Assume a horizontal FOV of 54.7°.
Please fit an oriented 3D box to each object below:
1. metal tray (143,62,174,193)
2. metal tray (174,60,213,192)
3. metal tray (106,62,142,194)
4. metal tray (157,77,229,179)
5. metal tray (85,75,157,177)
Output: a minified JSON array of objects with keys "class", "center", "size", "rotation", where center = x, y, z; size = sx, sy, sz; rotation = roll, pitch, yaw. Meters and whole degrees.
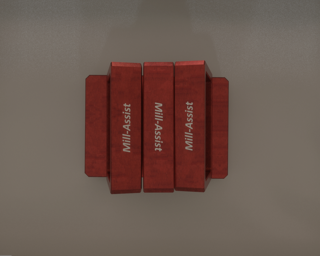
[{"class":"metal tray","center":[-0.001,0.000,0.346],"size":[0.030,0.090,0.129],"rotation":[0,88,0]},{"class":"metal tray","center":[0.039,-0.002,0.345],"size":[0.030,0.090,0.129],"rotation":[0,90,14]},{"class":"metal tray","center":[-0.042,0.000,0.344],"size":[0.030,0.090,0.129],"rotation":[0,90,-13]},{"class":"metal tray","center":[0.042,0.000,0.408],"size":[0.091,0.030,0.129],"rotation":[1,90,0]},{"class":"metal tray","center":[-0.049,-0.002,0.406],"size":[0.091,0.030,0.129],"rotation":[1,90,0]}]
